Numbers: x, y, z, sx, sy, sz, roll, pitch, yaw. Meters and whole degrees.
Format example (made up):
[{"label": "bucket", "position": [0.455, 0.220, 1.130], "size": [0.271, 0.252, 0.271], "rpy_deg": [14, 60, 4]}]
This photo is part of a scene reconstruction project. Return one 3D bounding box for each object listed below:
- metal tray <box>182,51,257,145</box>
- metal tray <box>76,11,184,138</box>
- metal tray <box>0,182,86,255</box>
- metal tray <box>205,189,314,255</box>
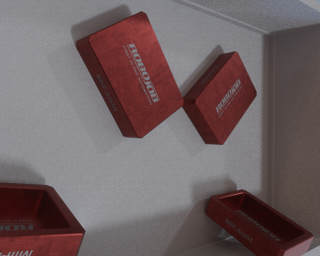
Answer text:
[{"label": "metal tray", "position": [0.097, -0.048, 0.488], "size": [0.130, 0.030, 0.090], "rpy_deg": [-50, 120, -29]}, {"label": "metal tray", "position": [-0.031, -0.063, 0.379], "size": [0.091, 0.030, 0.129], "rpy_deg": [-39, 114, -33]}, {"label": "metal tray", "position": [-0.138, 0.075, 0.244], "size": [0.131, 0.090, 0.030], "rpy_deg": [13, 99, -41]}, {"label": "metal tray", "position": [0.144, 0.142, 0.461], "size": [0.091, 0.130, 0.030], "rpy_deg": [0, 112, -40]}]
